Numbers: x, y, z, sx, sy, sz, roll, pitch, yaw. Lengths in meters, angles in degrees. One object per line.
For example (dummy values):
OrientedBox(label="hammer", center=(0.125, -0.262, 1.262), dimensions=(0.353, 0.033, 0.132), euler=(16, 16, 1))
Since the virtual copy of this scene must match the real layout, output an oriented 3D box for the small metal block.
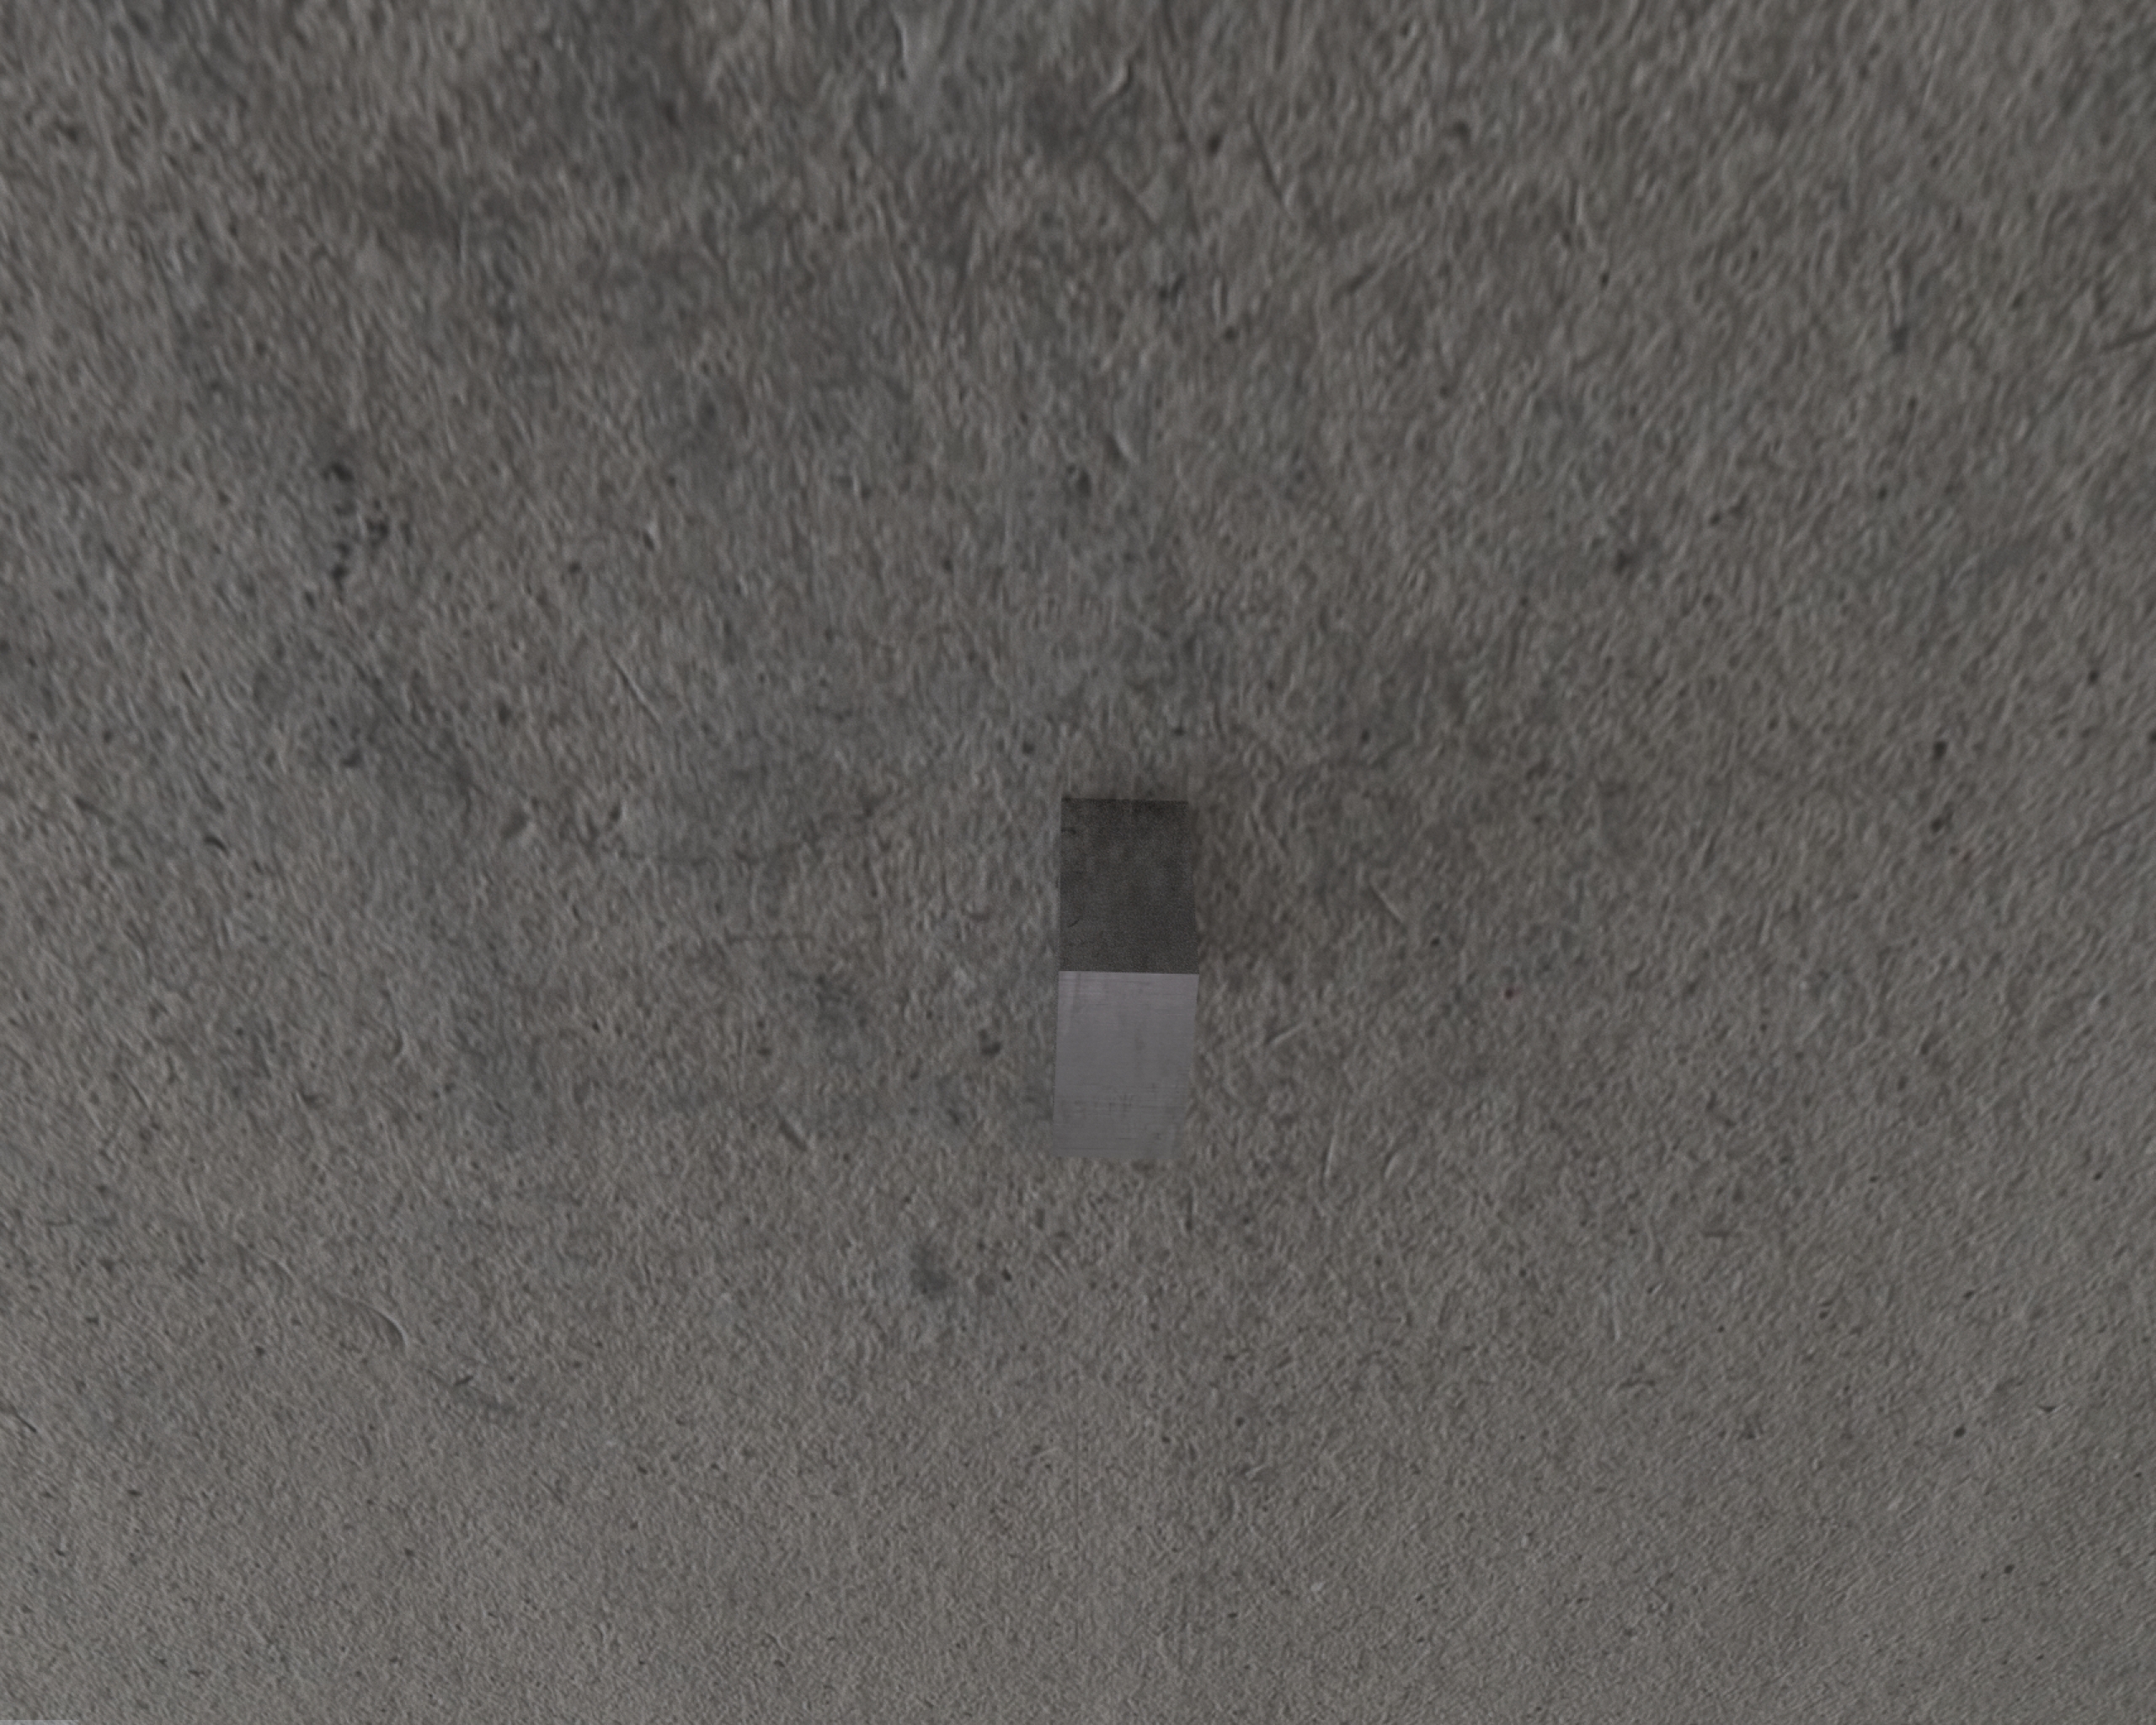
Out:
OrientedBox(label="small metal block", center=(0.008, 0.023, 0.410), dimensions=(0.025, 0.050, 0.050), euler=(2, 130, -1))
